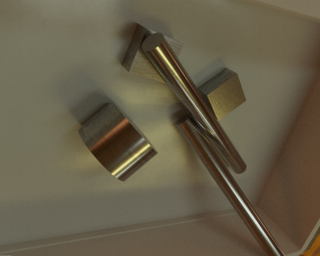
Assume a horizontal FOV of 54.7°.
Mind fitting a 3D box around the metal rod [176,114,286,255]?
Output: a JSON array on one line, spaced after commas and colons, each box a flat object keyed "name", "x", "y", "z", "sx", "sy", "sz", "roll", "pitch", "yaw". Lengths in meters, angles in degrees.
[{"name": "metal rod", "x": 0.116, "y": 0.106, "z": 0.462, "sx": 0.025, "sy": 0.025, "sz": 0.299, "roll": -37, "pitch": 105, "yaw": -4}]

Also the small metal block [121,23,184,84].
[{"name": "small metal block", "x": -0.009, "y": -0.084, "z": 0.353, "sx": 0.050, "sy": 0.025, "sz": 0.050, "roll": 12, "pitch": 112, "yaw": -34}]

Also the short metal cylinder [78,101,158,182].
[{"name": "short metal cylinder", "x": -0.047, "y": 0.015, "z": 0.358, "sx": 0.050, "sy": 0.080, "sz": 0.080, "roll": -41, "pitch": 130, "yaw": -1}]

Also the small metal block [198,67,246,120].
[{"name": "small metal block", "x": 0.086, "y": -0.046, "z": 0.429, "sx": 0.050, "sy": 0.025, "sz": 0.050, "roll": -36, "pitch": 129, "yaw": -5}]

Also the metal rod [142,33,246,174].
[{"name": "metal rod", "x": 0.064, "y": -0.010, "z": 0.419, "sx": 0.025, "sy": 0.025, "sz": 0.300, "roll": -42, "pitch": 136, "yaw": 1}]
